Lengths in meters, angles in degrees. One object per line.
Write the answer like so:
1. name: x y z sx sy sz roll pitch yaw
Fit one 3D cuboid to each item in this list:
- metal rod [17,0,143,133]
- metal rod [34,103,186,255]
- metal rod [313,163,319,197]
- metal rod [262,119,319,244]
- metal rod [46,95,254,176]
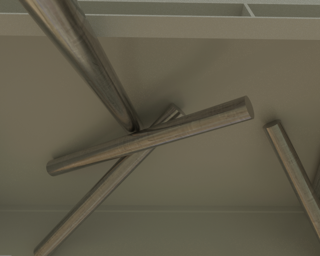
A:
1. metal rod: -0.047 -0.037 0.267 0.025 0.025 0.300 -5 166 4
2. metal rod: -0.076 0.082 0.426 0.025 0.025 0.299 37 105 -27
3. metal rod: 0.246 0.028 0.435 0.025 0.025 0.298 -5 130 4
4. metal rod: 0.218 0.125 0.429 0.025 0.025 0.299 -26 98 20
5. metal rod: -0.034 0.019 0.385 0.300 0.025 0.025 -18 129 30
